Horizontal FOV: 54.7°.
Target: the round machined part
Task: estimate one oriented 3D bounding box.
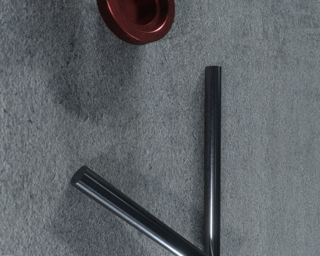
[{"bbox_3d":[-0.032,-0.147,0.366,0.099,0.042,0.097,0,90,-40],"label":"round machined part"}]

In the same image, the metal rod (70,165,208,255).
[{"bbox_3d":[0.011,0.142,0.398,0.300,0.025,0.025,43,64,-26],"label":"metal rod"}]

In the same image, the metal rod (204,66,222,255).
[{"bbox_3d":[0.080,0.057,0.471,0.025,0.025,0.298,1,90,-40],"label":"metal rod"}]
